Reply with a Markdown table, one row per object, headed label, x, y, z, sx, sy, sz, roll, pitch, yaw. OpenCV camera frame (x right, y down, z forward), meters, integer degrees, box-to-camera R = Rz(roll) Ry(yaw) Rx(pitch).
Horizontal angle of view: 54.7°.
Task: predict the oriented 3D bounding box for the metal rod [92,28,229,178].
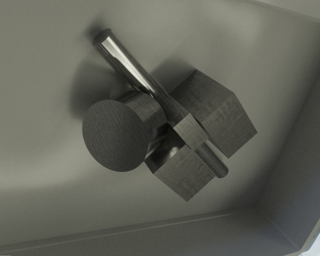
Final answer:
| label | x | y | z | sx | sy | sz | roll | pitch | yaw |
| --- | --- | --- | --- | --- | --- | --- | --- | --- | --- |
| metal rod | 0.021 | -0.011 | 0.414 | 0.025 | 0.025 | 0.300 | -43 | 130 | 1 |

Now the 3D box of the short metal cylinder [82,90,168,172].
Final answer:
| label | x | y | z | sx | sy | sz | roll | pitch | yaw |
| --- | --- | --- | --- | --- | --- | --- | --- | --- | --- |
| short metal cylinder | -0.038 | 0.002 | 0.345 | 0.050 | 0.080 | 0.079 | -36 | 145 | -60 |

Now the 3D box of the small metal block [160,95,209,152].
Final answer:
| label | x | y | z | sx | sy | sz | roll | pitch | yaw |
| --- | --- | --- | --- | --- | --- | --- | --- | --- | --- |
| small metal block | 0.026 | -0.006 | 0.373 | 0.025 | 0.050 | 0.050 | -42 | 130 | 0 |

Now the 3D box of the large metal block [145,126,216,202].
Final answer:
| label | x | y | z | sx | sy | sz | roll | pitch | yaw |
| --- | --- | --- | --- | --- | --- | --- | --- | --- | --- |
| large metal block | 0.015 | 0.038 | 0.406 | 0.050 | 0.080 | 0.080 | -43 | 130 | 1 |

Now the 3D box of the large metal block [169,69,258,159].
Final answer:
| label | x | y | z | sx | sy | sz | roll | pitch | yaw |
| --- | --- | --- | --- | --- | --- | --- | --- | --- | --- |
| large metal block | 0.068 | -0.019 | 0.400 | 0.050 | 0.080 | 0.080 | -42 | 130 | 1 |
